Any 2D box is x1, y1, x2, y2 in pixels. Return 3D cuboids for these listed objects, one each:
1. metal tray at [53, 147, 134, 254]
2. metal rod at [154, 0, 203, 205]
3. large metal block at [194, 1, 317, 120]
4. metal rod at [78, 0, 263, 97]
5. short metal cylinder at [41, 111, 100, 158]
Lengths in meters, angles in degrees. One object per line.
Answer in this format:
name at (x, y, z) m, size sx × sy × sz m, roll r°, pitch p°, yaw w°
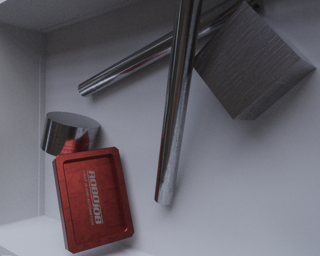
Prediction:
metal tray at (-0.094, 0.097, 0.436) m, size 0.030 × 0.091 × 0.129 m, roll -30°, pitch 70°, yaw 61°
metal rod at (0.019, -0.040, 0.335) m, size 0.025 × 0.025 × 0.298 m, roll 28°, pitch 124°, yaw 36°
large metal block at (0.091, -0.064, 0.314) m, size 0.080 × 0.050 × 0.080 m, roll -46°, pitch 63°, yaw 30°
metal rod at (-0.011, -0.099, 0.413) m, size 0.300 × 0.025 × 0.025 m, roll -19°, pitch 78°, yaw 38°
short metal cylinder at (-0.140, 0.010, 0.484) m, size 0.080 × 0.081 × 0.050 m, roll 25°, pitch 106°, yaw 37°
